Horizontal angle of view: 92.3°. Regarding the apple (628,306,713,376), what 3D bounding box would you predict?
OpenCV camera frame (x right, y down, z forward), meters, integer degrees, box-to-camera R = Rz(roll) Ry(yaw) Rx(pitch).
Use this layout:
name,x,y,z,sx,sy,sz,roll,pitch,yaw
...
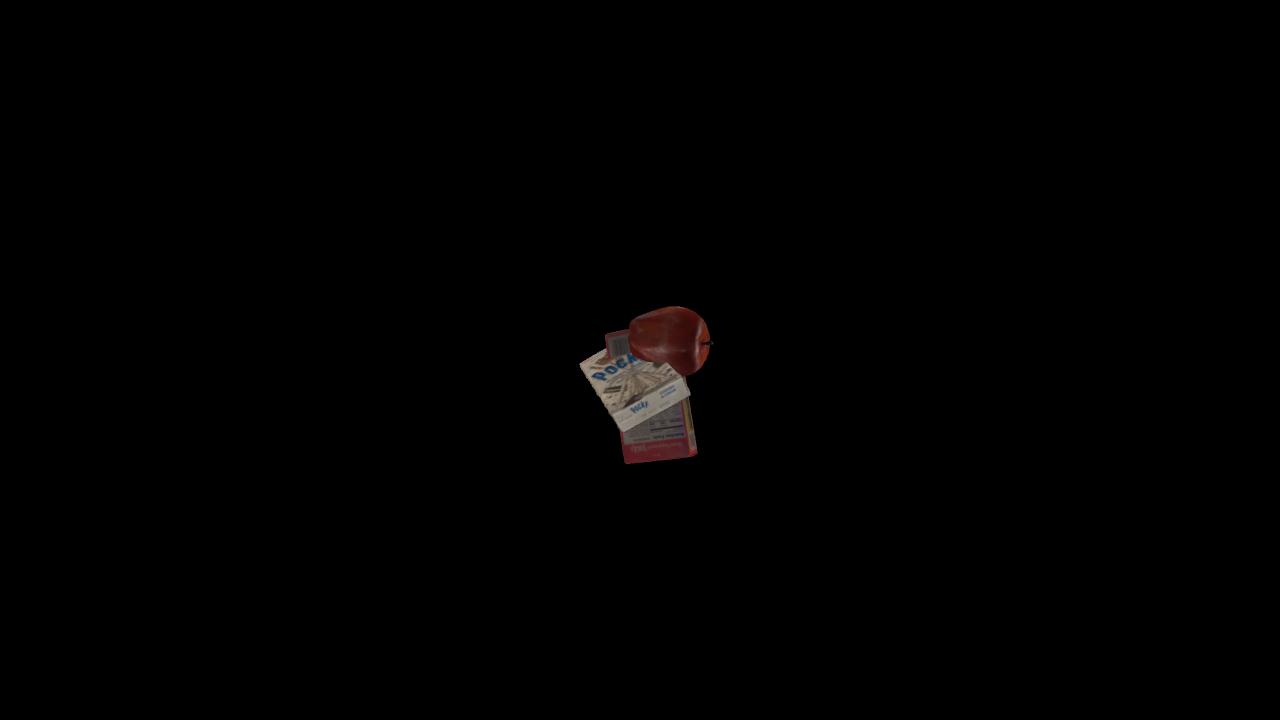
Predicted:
name,x,y,z,sx,sy,sz,roll,pitch,yaw
apple,0.035,-0.021,0.683,0.093,0.079,0.079,7,2,17

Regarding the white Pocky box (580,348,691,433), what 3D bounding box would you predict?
name,x,y,z,sx,sy,sz,roll,pitch,yaw
white Pocky box,-0.010,0.020,0.683,0.084,0.028,0.154,-29,27,-6

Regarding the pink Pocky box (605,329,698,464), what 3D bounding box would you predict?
name,x,y,z,sx,sy,sz,roll,pitch,yaw
pink Pocky box,0.012,0.038,0.708,0.084,0.155,0.029,-11,-4,24
